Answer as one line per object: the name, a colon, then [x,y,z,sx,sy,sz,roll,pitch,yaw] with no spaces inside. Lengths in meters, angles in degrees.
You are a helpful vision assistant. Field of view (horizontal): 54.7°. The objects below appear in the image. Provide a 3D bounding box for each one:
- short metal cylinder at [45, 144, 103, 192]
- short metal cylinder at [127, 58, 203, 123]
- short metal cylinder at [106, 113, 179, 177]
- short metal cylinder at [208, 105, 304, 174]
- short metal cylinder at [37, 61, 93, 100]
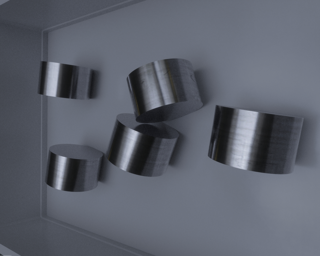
short metal cylinder: [-0.133,0.060,0.481,0.080,0.081,0.050,18,102,38]
short metal cylinder: [0.005,-0.041,0.367,0.080,0.081,0.050,-22,76,38]
short metal cylinder: [-0.022,0.019,0.390,0.080,0.081,0.050,30,109,36]
short metal cylinder: [0.090,0.008,0.297,0.080,0.081,0.050,14,99,39]
short metal cylinder: [-0.151,-0.075,0.496,0.080,0.081,0.050,14,99,39]
